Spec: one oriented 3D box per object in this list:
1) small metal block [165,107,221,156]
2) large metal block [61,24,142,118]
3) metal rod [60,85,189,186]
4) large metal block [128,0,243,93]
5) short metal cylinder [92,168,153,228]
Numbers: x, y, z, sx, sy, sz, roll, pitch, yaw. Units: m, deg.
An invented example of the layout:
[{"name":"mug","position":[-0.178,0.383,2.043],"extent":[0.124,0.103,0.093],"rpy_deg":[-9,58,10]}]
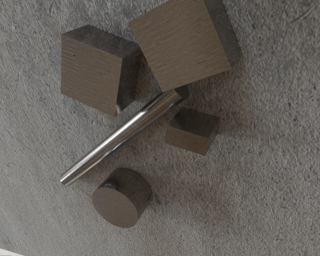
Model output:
[{"name":"small metal block","position":[0.040,0.002,0.371],"extent":[0.050,0.050,0.025],"rpy_deg":[17,125,18]},{"name":"large metal block","position":[-0.073,-0.072,0.385],"extent":[0.080,0.050,0.079],"rpy_deg":[24,127,13]},{"name":"metal rod","position":[-0.070,0.023,0.457],"extent":[0.025,0.025,0.299],"rpy_deg":[49,129,-7]},{"name":"large metal block","position":[0.028,-0.092,0.319],"extent":[0.080,0.050,0.080],"rpy_deg":[-15,111,34]},{"name":"short metal cylinder","position":[-0.059,0.110,0.490],"extent":[0.080,0.050,0.079],"rpy_deg":[13,124,21]}]
